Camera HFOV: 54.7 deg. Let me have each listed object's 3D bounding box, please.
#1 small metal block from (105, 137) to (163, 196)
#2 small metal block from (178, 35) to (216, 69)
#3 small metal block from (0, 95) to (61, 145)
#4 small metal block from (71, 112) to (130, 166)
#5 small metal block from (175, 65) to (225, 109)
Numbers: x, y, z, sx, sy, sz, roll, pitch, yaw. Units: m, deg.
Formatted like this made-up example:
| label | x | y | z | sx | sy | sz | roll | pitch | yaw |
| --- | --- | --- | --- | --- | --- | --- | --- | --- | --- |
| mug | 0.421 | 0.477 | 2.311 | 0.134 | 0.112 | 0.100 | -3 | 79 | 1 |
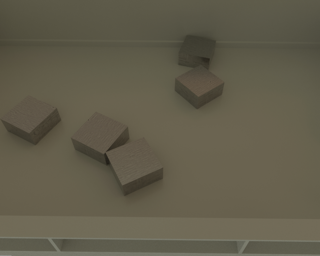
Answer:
| label | x | y | z | sx | sy | sz | roll | pitch | yaw |
| --- | --- | --- | --- | --- | --- | --- | --- | --- | --- |
| small metal block | -0.030 | 0.045 | 0.367 | 0.050 | 0.025 | 0.050 | -22 | 54 | -18 |
| small metal block | 0.061 | -0.124 | 0.509 | 0.050 | 0.025 | 0.050 | 14 | 51 | 11 |
| small metal block | -0.171 | -0.011 | 0.413 | 0.050 | 0.025 | 0.050 | 23 | 54 | 18 |
| small metal block | -0.075 | 0.013 | 0.394 | 0.050 | 0.025 | 0.050 | 24 | 54 | 19 |
| small metal block | 0.058 | -0.061 | 0.457 | 0.050 | 0.025 | 0.050 | -31 | 57 | -23 |
